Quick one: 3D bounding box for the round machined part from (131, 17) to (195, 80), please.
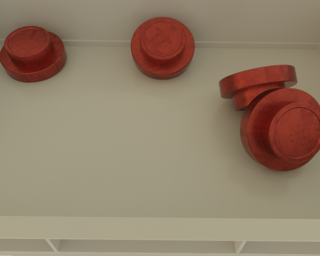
[{"bbox_3d":[0.004,-0.127,0.475,0.099,0.042,0.098,0,78,-1],"label":"round machined part"}]

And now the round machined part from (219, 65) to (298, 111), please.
[{"bbox_3d":[0.131,-0.049,0.413,0.099,0.098,0.042,-8,86,-7],"label":"round machined part"}]

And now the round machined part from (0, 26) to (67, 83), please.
[{"bbox_3d":[-0.201,-0.122,0.486,0.099,0.042,0.098,0,57,0],"label":"round machined part"}]

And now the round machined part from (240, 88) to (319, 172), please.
[{"bbox_3d":[0.147,0.003,0.356,0.099,0.097,0.042,-10,9,-9],"label":"round machined part"}]
